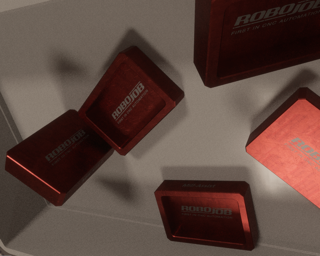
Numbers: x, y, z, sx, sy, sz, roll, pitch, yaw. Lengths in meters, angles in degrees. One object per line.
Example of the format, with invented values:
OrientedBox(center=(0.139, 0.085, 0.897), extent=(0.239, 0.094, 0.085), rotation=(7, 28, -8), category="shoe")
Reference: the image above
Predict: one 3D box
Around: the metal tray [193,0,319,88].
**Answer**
OrientedBox(center=(0.093, -0.084, 0.235), extent=(0.131, 0.030, 0.090), rotation=(-16, 148, -5), category="metal tray")

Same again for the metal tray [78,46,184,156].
OrientedBox(center=(-0.042, -0.031, 0.407), extent=(0.090, 0.030, 0.129), rotation=(44, 129, -3), category="metal tray")

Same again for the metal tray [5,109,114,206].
OrientedBox(center=(-0.130, 0.034, 0.428), extent=(0.090, 0.131, 0.030), rotation=(34, 129, 6), category="metal tray")

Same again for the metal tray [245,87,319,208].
OrientedBox(center=(0.172, 0.029, 0.333), extent=(0.130, 0.030, 0.089), rotation=(38, 129, 2), category="metal tray")

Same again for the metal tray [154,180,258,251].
OrientedBox(center=(0.064, 0.120, 0.438), extent=(0.130, 0.030, 0.089), rotation=(-5, 110, 30), category="metal tray")
